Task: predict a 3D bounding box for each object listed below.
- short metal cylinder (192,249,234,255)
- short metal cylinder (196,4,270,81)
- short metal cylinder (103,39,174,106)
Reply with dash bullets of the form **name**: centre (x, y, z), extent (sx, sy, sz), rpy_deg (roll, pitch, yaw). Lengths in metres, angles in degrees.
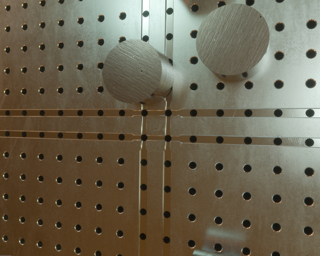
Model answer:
- **short metal cylinder**: centre (0.062, 0.188, 0.361), extent (0.050, 0.080, 0.079), rpy_deg (4, 92, 20)
- **short metal cylinder**: centre (0.088, -0.099, 0.368), extent (0.080, 0.050, 0.079), rpy_deg (0, 90, 19)
- **short metal cylinder**: centre (-0.027, -0.071, 0.408), extent (0.080, 0.050, 0.079), rpy_deg (0, 90, 19)
